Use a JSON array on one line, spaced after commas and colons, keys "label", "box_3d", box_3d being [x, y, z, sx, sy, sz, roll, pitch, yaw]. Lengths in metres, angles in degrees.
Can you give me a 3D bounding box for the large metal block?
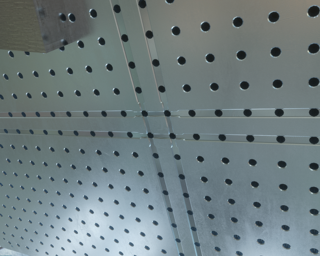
[{"label": "large metal block", "box_3d": [-0.168, -0.144, 0.396, 0.080, 0.050, 0.080, 10, 123, 23]}]
